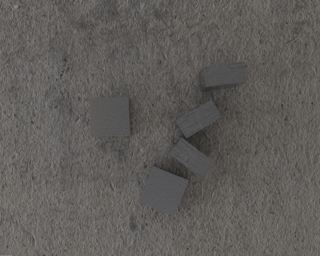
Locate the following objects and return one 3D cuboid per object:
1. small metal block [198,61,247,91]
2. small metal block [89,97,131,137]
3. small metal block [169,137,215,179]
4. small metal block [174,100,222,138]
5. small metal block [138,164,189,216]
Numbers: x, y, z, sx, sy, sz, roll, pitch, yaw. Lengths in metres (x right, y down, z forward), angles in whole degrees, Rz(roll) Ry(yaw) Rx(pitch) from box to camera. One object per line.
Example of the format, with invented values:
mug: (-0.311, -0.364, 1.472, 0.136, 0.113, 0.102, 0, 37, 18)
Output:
small metal block: (0.079, -0.065, 0.398, 0.050, 0.050, 0.025, -7, 90, 0)
small metal block: (-0.065, -0.014, 0.409, 0.050, 0.025, 0.050, -2, 90, 0)
small metal block: (0.039, 0.036, 0.398, 0.050, 0.050, 0.025, 37, 90, 0)
small metal block: (0.047, -0.011, 0.398, 0.050, 0.050, 0.025, -30, 90, 0)
small metal block: (0.005, 0.081, 0.410, 0.050, 0.025, 0.050, 22, 90, 0)
